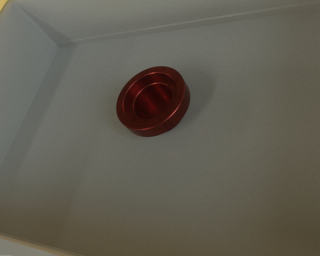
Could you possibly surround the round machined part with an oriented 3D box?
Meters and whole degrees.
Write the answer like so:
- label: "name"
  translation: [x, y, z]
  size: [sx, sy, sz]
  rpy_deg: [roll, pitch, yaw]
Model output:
- label: "round machined part"
  translation: [-0.006, -0.031, 0.414]
  size: [0.098, 0.042, 0.098]
  rpy_deg: [-13, 56, 21]
